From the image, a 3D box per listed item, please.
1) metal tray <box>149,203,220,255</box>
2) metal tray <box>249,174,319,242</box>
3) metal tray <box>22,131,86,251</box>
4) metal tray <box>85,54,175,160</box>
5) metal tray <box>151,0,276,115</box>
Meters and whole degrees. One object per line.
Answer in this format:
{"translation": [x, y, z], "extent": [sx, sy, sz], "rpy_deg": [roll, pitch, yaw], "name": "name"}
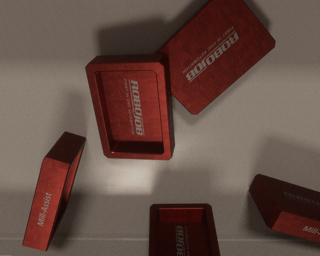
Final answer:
{"translation": [0.031, 0.161, 0.413], "extent": [0.091, 0.130, 0.030], "rpy_deg": [0, 126, 0], "name": "metal tray"}
{"translation": [0.197, 0.113, 0.421], "extent": [0.131, 0.090, 0.030], "rpy_deg": [17, 109, -7], "name": "metal tray"}
{"translation": [-0.136, 0.080, 0.404], "extent": [0.030, 0.090, 0.129], "rpy_deg": [18, 109, -7], "name": "metal tray"}
{"translation": [-0.032, -0.022, 0.379], "extent": [0.090, 0.030, 0.129], "rpy_deg": [1, 120, 11], "name": "metal tray"}
{"translation": [0.059, -0.091, 0.376], "extent": [0.130, 0.030, 0.090], "rpy_deg": [-42, 105, 13], "name": "metal tray"}
